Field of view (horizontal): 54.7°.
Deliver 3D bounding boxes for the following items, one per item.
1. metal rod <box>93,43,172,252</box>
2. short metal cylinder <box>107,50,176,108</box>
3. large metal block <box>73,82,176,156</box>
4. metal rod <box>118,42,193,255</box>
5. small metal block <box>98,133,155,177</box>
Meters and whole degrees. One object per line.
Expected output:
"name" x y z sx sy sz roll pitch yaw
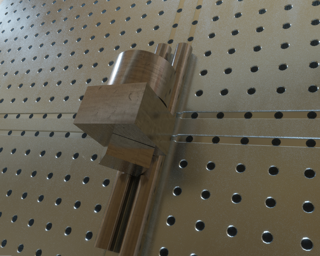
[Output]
"metal rod" -0.029 0.008 0.419 0.025 0.025 0.300 1 62 28
"short metal cylinder" -0.024 -0.052 0.389 0.080 0.080 0.050 1 62 28
"large metal block" -0.038 -0.008 0.365 0.080 0.080 0.050 0 62 28
"metal rod" 0.001 0.012 0.400 0.025 0.025 0.300 1 62 28
"small metal block" -0.040 0.033 0.362 0.050 0.050 0.025 20 65 -12
